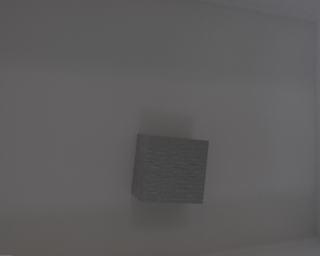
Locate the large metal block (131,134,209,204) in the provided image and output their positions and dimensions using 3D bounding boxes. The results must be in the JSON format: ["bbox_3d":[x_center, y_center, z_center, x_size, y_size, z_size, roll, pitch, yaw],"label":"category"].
[{"bbox_3d":[0.012,0.052,0.401,0.081,0.050,0.080,7,88,-20],"label":"large metal block"}]
